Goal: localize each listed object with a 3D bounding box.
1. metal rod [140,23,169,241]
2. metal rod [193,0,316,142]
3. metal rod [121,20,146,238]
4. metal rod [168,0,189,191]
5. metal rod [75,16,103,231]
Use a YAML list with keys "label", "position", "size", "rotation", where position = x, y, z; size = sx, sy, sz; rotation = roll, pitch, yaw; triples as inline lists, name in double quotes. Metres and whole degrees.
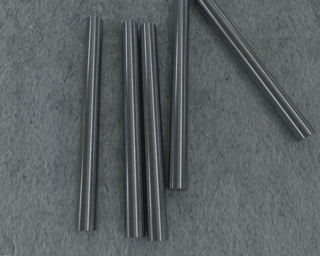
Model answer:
- label: "metal rod"
  position: [-0.010, -0.009, 0.411]
  size: [0.025, 0.025, 0.299]
  rotation: [-3, 70, -1]
- label: "metal rod"
  position: [0.120, -0.111, 0.450]
  size: [0.025, 0.025, 0.299]
  rotation: [-28, 73, -10]
- label: "metal rod"
  position: [-0.037, -0.013, 0.412]
  size: [0.025, 0.025, 0.299]
  rotation: [-3, 70, -1]
- label: "metal rod"
  position: [0.028, -0.064, 0.431]
  size: [0.025, 0.025, 0.299]
  rotation: [2, 70, 0]
- label: "metal rod"
  position: [-0.092, -0.020, 0.414]
  size: [0.025, 0.025, 0.299]
  rotation: [-2, 70, -1]
